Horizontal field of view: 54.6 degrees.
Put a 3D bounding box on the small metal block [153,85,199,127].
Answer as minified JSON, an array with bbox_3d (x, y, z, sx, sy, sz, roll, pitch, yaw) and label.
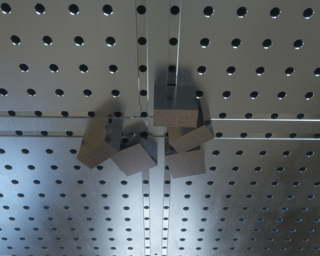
[{"bbox_3d":[0.018,-0.027,0.372,0.050,0.050,0.025,1,130,-1],"label":"small metal block"}]

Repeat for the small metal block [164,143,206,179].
[{"bbox_3d":[0.037,0.044,0.449,0.050,0.025,0.050,-11,129,9],"label":"small metal block"}]

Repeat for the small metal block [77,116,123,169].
[{"bbox_3d":[-0.079,0.019,0.411,0.050,0.050,0.025,-32,123,24],"label":"small metal block"}]

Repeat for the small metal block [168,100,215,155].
[{"bbox_3d":[0.038,-0.001,0.394,0.050,0.050,0.025,-28,125,21],"label":"small metal block"}]

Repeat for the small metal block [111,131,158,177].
[{"bbox_3d":[-0.038,0.038,0.443,0.050,0.025,0.050,-22,127,17],"label":"small metal block"}]
